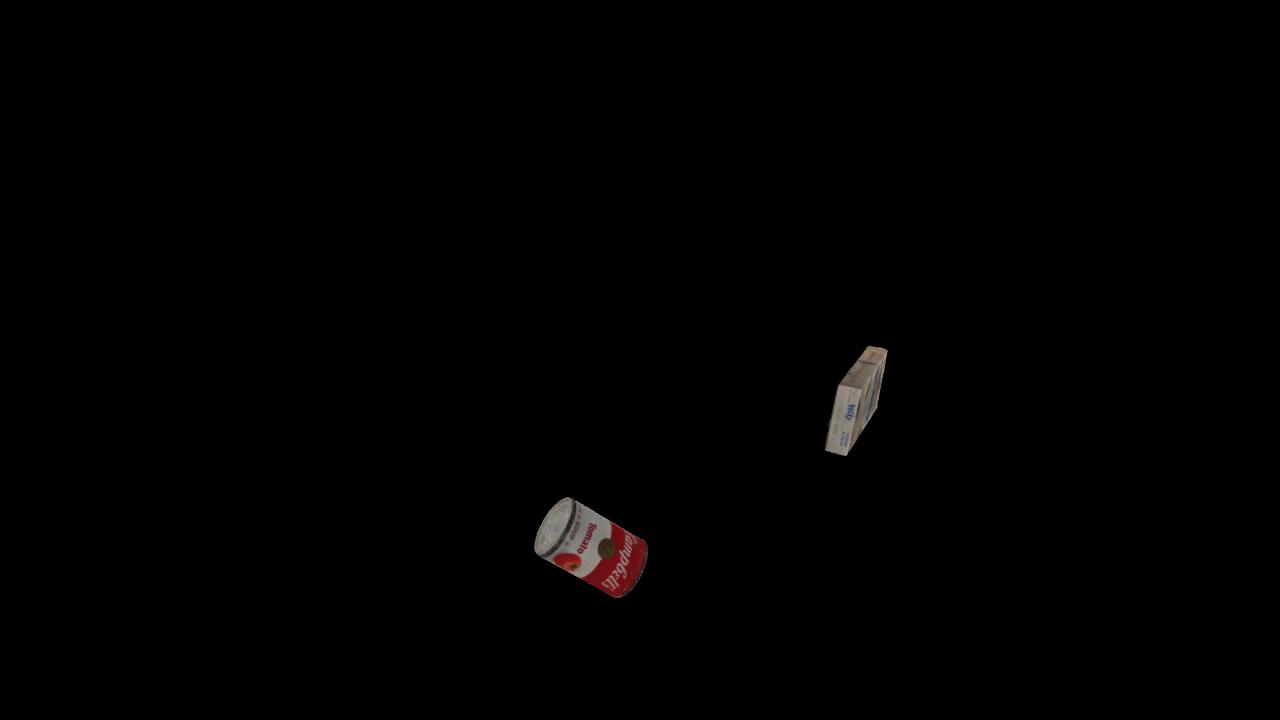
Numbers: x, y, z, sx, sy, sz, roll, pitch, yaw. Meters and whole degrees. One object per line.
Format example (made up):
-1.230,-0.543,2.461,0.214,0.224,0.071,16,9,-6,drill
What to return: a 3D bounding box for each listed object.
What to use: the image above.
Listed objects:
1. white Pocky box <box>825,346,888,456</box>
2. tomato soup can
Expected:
0.254,0.044,0.715,0.028,0.084,0.154,15,24,28,white Pocky box
-0.051,0.196,0.647,0.101,0.068,0.068,36,-13,-19,tomato soup can
